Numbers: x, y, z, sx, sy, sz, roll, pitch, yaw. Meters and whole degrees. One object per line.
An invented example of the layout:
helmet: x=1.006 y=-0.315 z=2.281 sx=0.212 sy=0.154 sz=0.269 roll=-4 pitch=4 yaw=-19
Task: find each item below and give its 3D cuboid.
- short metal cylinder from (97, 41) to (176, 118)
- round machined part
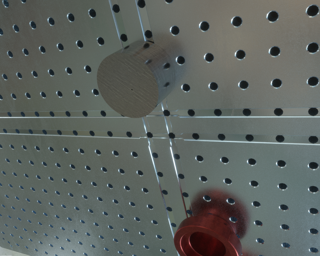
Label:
short metal cylinder: x=-0.028 y=-0.059 z=0.373 sx=0.080 sy=0.050 sz=0.079 roll=13 pitch=124 yaw=21
round machined part: x=0.074 y=0.169 z=0.466 sx=0.098 sy=0.042 sz=0.097 roll=13 pitch=124 yaw=21
